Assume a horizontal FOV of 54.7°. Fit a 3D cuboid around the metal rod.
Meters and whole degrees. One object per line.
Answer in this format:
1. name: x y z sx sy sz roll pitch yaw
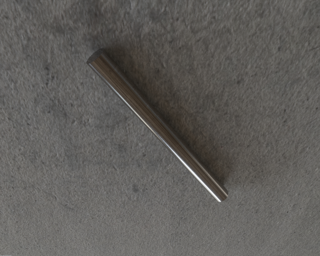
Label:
1. metal rod: 0.014 0.015 0.419 0.025 0.025 0.300 -28 125 21
